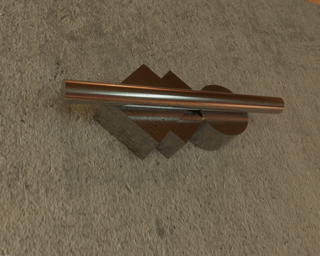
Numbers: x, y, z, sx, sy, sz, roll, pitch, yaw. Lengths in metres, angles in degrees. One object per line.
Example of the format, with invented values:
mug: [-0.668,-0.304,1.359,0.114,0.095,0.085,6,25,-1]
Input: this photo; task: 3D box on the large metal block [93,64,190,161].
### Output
large metal block: [-0.021,-0.021,0.388,0.080,0.050,0.080,41,51,-1]

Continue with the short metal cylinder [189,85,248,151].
short metal cylinder: [0.076,-0.014,0.437,0.081,0.050,0.080,14,56,-21]

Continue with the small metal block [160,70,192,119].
small metal block: [0.015,-0.042,0.424,0.050,0.050,0.025,41,51,-1]

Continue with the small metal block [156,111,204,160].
small metal block: [0.023,0.007,0.399,0.025,0.050,0.050,41,51,-1]

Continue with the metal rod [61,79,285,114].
metal rod: [0.037,-0.034,0.379,0.303,0.025,0.025,1,62,-28]
